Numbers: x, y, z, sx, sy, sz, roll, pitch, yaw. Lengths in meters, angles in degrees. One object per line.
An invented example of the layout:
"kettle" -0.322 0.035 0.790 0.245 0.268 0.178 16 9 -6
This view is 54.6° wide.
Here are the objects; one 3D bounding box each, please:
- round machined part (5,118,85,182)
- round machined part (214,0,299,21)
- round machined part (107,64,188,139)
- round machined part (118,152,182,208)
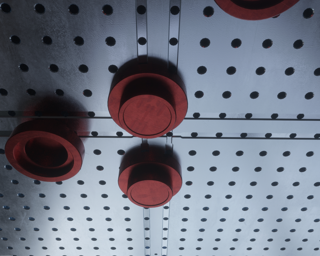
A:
"round machined part" -0.151 0.026 0.421 0.099 0.042 0.097 0 130 0
"round machined part" 0.086 -0.150 0.273 0.099 0.042 0.097 0 130 0
"round machined part" -0.015 -0.025 0.379 0.099 0.042 0.097 0 130 0
"round machined part" -0.015 0.085 0.472 0.099 0.042 0.097 0 130 0
